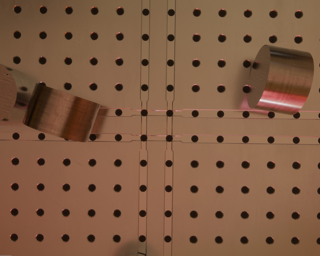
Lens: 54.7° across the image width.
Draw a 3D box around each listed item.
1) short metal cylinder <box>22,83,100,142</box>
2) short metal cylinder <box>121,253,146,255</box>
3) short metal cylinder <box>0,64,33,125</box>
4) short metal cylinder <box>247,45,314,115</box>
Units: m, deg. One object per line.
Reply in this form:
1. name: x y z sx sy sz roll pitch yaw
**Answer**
1. short metal cylinder: -0.121 -0.019 0.385 0.080 0.080 0.050 19 90 0
2. short metal cylinder: -0.036 0.212 0.401 0.081 0.050 0.079 0 90 0
3. short metal cylinder: -0.213 -0.043 0.399 0.081 0.050 0.079 0 90 0
4. short metal cylinder: 0.147 -0.059 0.387 0.050 0.080 0.080 10 90 0
